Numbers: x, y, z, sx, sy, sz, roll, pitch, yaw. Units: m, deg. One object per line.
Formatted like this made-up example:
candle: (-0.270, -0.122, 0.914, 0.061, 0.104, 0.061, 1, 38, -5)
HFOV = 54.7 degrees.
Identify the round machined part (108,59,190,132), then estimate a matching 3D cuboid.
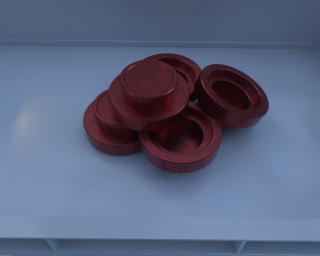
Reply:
round machined part: (-0.013, -0.046, 0.374, 0.099, 0.042, 0.098, 0, 50, 0)

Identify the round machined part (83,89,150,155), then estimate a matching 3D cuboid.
round machined part: (-0.050, -0.016, 0.403, 0.099, 0.042, 0.098, 0, 50, 0)

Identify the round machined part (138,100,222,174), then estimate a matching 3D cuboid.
round machined part: (0.024, 0.014, 0.380, 0.099, 0.042, 0.098, 0, 50, 0)

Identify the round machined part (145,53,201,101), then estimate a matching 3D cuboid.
round machined part: (0.011, -0.060, 0.443, 0.099, 0.042, 0.098, 0, 50, 0)

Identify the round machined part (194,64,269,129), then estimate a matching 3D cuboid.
round machined part: (0.089, -0.037, 0.410, 0.099, 0.042, 0.098, 14, 45, -15)
